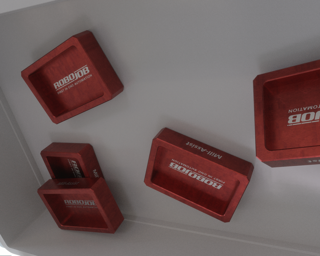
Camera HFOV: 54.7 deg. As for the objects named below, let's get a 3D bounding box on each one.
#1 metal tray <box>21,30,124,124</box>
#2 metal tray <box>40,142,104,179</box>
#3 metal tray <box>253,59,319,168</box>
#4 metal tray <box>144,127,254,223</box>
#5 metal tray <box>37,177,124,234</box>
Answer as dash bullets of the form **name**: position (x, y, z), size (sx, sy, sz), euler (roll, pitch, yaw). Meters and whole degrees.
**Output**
- **metal tray**: position (-0.124, -0.065, 0.430), size (0.130, 0.030, 0.090), euler (-19, 109, 35)
- **metal tray**: position (-0.141, 0.088, 0.534), size (0.090, 0.030, 0.129), euler (0, 119, 28)
- **metal tray**: position (0.152, -0.016, 0.274), size (0.130, 0.090, 0.030), euler (-10, 156, 36)
- **metal tray**: position (0.048, 0.064, 0.419), size (0.130, 0.030, 0.089), euler (23, 127, 14)
- **metal tray**: position (-0.133, 0.128, 0.515), size (0.130, 0.030, 0.090), euler (-8, 115, 31)
